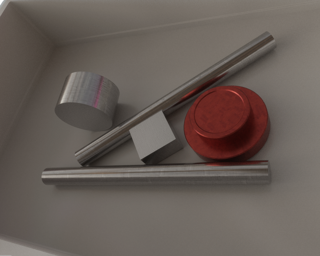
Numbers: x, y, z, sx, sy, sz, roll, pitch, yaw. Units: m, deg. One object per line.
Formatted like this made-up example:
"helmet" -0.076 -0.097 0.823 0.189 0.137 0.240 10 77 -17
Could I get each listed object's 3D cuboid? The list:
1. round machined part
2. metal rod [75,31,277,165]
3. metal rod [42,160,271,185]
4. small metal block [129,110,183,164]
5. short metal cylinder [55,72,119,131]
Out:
"round machined part" 0.073 -0.010 0.358 0.098 0.042 0.098 -13 56 20
"metal rod" 0.016 -0.035 0.416 0.300 0.025 0.025 -32 52 7
"metal rod" -0.024 0.057 0.380 0.301 0.025 0.025 -5 60 25
"small metal block" -0.006 0.014 0.396 0.050 0.025 0.050 -31 52 8
"short metal cylinder" -0.103 -0.036 0.443 0.080 0.080 0.050 -5 60 25
